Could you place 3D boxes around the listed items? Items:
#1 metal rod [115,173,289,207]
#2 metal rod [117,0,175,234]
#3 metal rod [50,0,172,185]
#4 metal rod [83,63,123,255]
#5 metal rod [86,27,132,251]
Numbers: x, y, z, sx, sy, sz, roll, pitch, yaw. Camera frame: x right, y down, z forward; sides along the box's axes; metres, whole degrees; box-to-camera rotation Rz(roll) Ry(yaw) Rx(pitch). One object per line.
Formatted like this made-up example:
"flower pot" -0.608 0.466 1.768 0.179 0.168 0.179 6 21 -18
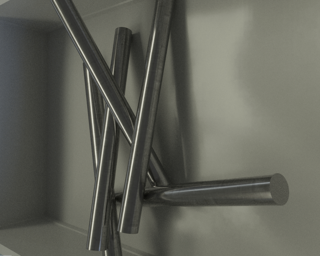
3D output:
"metal rod" 0.006 0.079 0.358 0.299 0.025 0.025 -20 77 52
"metal rod" -0.015 -0.026 0.380 0.025 0.025 0.299 2 79 40
"metal rod" -0.062 -0.045 0.398 0.025 0.025 0.299 -28 92 37
"metal rod" -0.085 0.033 0.446 0.025 0.025 0.299 -28 63 36
"metal rod" -0.065 0.004 0.415 0.025 0.025 0.299 -7 71 40
